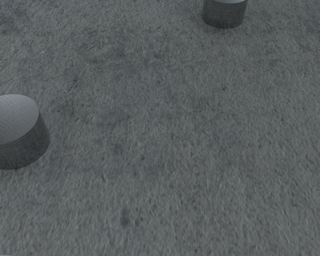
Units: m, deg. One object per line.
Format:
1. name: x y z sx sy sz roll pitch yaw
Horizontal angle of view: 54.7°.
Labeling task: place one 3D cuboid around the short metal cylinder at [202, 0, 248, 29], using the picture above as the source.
1. short metal cylinder: 0.122 -0.232 0.583 0.081 0.050 0.080 0 50 0

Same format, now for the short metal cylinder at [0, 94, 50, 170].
1. short metal cylinder: -0.183 0.004 0.381 0.081 0.050 0.080 0 50 0
